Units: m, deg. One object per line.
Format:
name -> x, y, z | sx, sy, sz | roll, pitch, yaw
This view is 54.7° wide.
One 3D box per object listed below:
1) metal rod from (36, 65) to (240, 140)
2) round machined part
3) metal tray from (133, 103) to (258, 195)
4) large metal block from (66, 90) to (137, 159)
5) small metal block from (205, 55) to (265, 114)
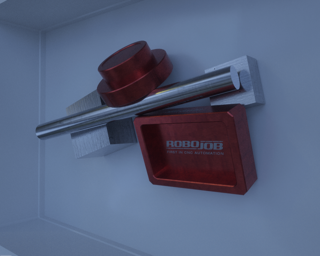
metal rod -> -0.050, -0.022, 0.386 | 0.300, 0.025, 0.025 | -13, 82, 31
round machined part -> -0.037, -0.072, 0.383 | 0.098, 0.098, 0.042 | -6, 127, 39
metal tray -> 0.036, 0.023, 0.352 | 0.130, 0.030, 0.089 | -2, 108, 39
large metal block -> -0.088, -0.004, 0.458 | 0.080, 0.050, 0.080 | -23, 76, 37
small metal block -> 0.081, -0.045, 0.337 | 0.050, 0.025, 0.050 | -15, 81, 38
